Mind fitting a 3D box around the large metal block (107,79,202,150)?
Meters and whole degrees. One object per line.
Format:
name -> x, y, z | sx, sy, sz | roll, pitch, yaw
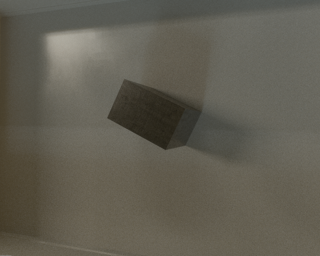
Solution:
large metal block -> -0.003, -0.016, 0.383 | 0.080, 0.080, 0.050 | 28, 99, 18
